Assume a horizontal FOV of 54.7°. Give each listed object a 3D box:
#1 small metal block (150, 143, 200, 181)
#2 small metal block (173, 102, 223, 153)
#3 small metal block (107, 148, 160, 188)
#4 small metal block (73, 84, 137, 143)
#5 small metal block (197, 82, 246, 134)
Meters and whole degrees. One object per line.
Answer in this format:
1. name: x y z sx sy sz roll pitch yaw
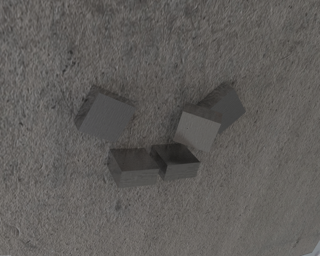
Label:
1. small metal block: 0.019 0.046 0.429 0.050 0.050 0.025 -2 119 -28
2. small metal block: 0.050 -0.001 0.412 0.050 0.025 0.050 19 127 3
3. small metal block: -0.036 0.050 0.402 0.050 0.050 0.025 0 119 -29
4. small metal block: -0.064 -0.016 0.362 0.050 0.025 0.050 22 107 -36
5. small metal block: 0.087 -0.028 0.437 0.050 0.025 0.050 -41 130 -1
